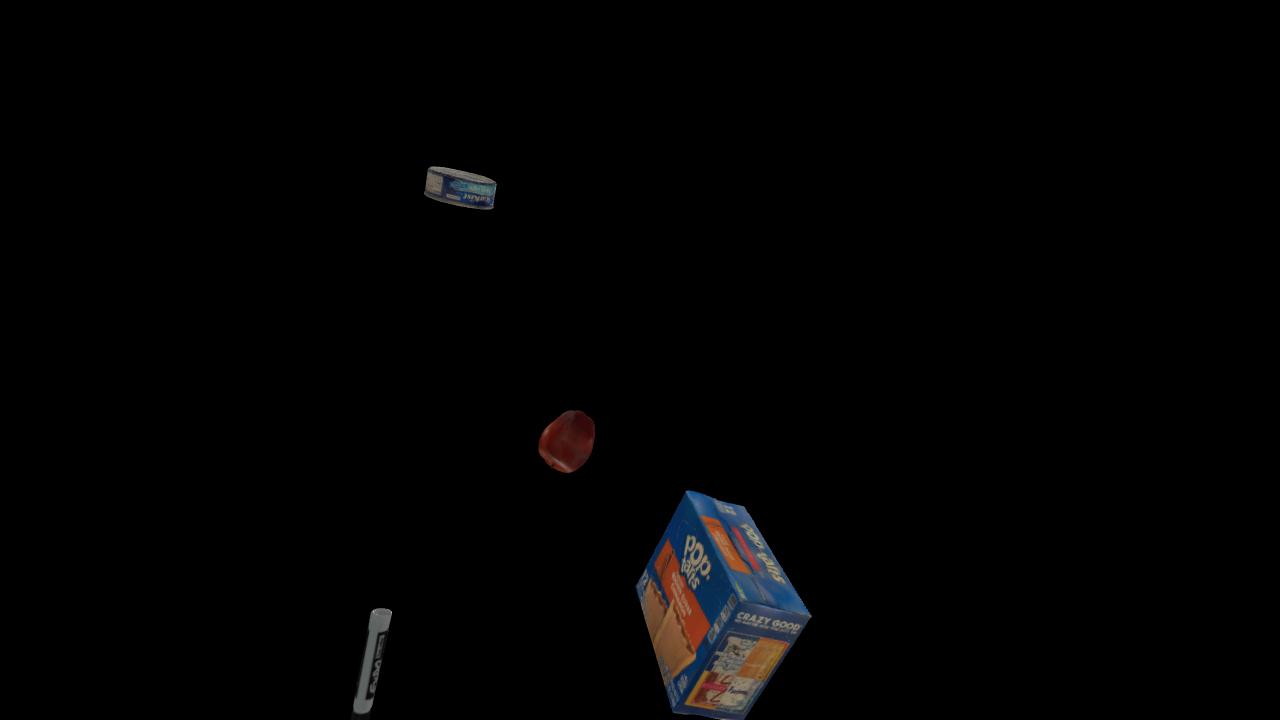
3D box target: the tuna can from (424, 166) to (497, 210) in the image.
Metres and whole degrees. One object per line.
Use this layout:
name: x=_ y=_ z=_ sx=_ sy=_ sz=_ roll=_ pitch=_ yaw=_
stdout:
tuna can: x=-0.221 y=-0.213 z=0.760 sx=0.084 sy=0.034 sz=0.084 roll=13 pitch=18 yaw=-5

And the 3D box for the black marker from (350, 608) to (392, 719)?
black marker: x=-0.254 y=0.296 z=0.577 sx=0.020 sy=0.121 sz=0.020 roll=11 pitch=-1 yaw=0

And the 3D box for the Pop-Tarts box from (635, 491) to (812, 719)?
Pop-Tarts box: x=0.074 y=0.246 z=0.634 sx=0.083 sy=0.141 sz=0.167 roll=19 pitch=18 yaw=-21

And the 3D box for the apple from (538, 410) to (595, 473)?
apple: x=-0.104 y=0.120 z=0.896 sx=0.079 sy=0.093 sz=0.079 roll=25 pitch=-26 yaw=13
